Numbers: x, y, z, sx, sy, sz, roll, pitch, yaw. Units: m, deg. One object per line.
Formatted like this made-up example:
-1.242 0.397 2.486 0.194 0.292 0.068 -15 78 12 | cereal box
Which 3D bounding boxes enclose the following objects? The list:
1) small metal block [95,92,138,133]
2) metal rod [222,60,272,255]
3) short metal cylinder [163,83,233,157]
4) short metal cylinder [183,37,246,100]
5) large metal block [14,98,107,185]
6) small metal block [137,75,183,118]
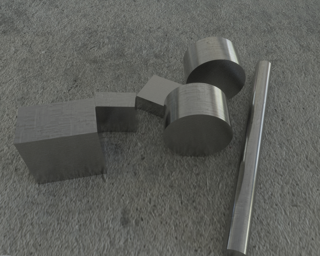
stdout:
-0.056 -0.020 0.403 0.050 0.050 0.025 1 50 0 | small metal block
0.117 0.014 0.393 0.025 0.025 0.300 14 51 11 | metal rod
0.044 -0.008 0.375 0.081 0.080 0.050 1 50 0 | short metal cylinder
0.075 -0.080 0.436 0.081 0.080 0.050 -2 50 -2 | short metal cylinder
-0.108 0.016 0.352 0.081 0.080 0.050 -9 51 -8 | large metal block
0.001 -0.044 0.441 0.050 0.025 0.050 22 53 17 | small metal block
